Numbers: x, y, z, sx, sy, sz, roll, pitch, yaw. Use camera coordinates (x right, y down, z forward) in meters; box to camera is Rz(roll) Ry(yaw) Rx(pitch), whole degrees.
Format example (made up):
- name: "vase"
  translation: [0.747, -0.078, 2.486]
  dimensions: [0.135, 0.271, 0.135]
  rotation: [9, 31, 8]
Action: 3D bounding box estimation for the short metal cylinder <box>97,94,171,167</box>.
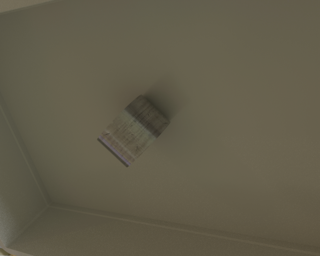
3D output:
- name: "short metal cylinder"
  translation: [-0.033, 0.004, 0.391]
  dimensions: [0.050, 0.080, 0.080]
  rotation: [44, 129, -2]
